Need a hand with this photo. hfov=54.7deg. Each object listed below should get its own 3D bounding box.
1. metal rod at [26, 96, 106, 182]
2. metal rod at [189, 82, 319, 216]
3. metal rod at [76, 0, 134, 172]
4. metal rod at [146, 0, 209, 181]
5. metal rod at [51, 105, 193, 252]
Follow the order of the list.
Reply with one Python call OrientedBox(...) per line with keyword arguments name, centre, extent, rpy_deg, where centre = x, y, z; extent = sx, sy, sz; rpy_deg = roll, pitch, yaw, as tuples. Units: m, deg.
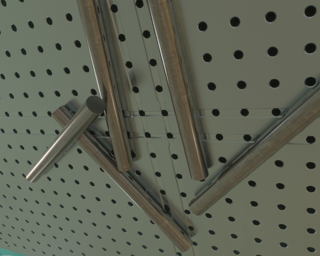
OrientedBox(name="metal rod", centre=(-0.161, 0.032, 0.486), extent=(0.025, 0.025, 0.299), rpy_deg=(48, 137, -6))
OrientedBox(name="metal rod", centre=(0.122, 0.023, 0.360), extent=(0.025, 0.025, 0.298), rpy_deg=(38, 129, 2))
OrientedBox(name="metal rod", centre=(-0.073, -0.071, 0.403), extent=(0.025, 0.025, 0.298), rpy_deg=(5, 121, 25))
OrientedBox(name="metal rod", centre=(0.017, -0.067, 0.359), extent=(0.025, 0.025, 0.298), rpy_deg=(-1, 118, 28))
OrientedBox(name="metal rod", centre=(-0.057, 0.083, 0.490), extent=(0.300, 0.025, 0.025), rpy_deg=(48, 129, -6))
